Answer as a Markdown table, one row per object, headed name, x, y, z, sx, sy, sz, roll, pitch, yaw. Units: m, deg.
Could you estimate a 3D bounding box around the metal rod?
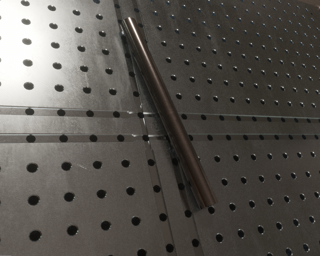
| name | x | y | z | sx | sy | sz | roll | pitch | yaw |
| --- | --- | --- | --- | --- | --- | --- | --- | --- | --- |
| metal rod | 0.006 | -0.033 | 0.432 | 0.025 | 0.025 | 0.299 | -10 | 67 | -33 |
